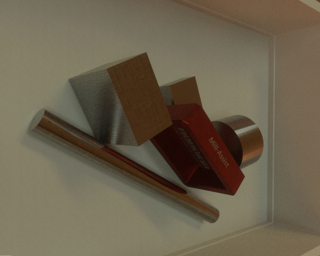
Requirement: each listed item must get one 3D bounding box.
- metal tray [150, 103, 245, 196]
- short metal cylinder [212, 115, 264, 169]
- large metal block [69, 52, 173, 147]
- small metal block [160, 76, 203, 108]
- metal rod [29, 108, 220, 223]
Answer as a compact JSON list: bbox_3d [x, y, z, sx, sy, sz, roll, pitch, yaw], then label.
[{"bbox_3d":[0.040,0.029,0.397,0.030,0.090,0.130,-52,121,-28],"label":"metal tray"},{"bbox_3d":[0.104,0.024,0.458,0.050,0.080,0.079,-15,100,-38],"label":"short metal cylinder"},{"bbox_3d":[-0.043,-0.029,0.334,0.050,0.080,0.080,-33,111,-35],"label":"large metal block"},{"bbox_3d":[0.029,-0.040,0.430,0.050,0.025,0.050,-26,106,-37],"label":"small metal block"},{"bbox_3d":[-0.020,0.063,0.390,0.301,0.025,0.025,35,68,-35],"label":"metal rod"}]
